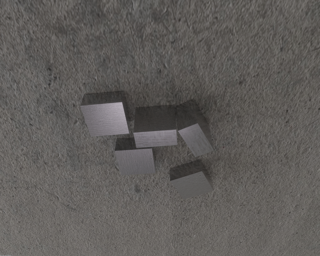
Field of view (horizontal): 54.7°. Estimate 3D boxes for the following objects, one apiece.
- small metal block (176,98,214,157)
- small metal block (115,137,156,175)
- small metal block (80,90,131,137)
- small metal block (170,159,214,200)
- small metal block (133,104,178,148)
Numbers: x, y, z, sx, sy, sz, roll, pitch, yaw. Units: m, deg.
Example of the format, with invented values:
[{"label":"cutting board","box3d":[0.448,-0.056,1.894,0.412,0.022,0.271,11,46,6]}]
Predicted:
[{"label":"small metal block","box3d":[0.044,0.000,0.391,0.025,0.050,0.050,-22,127,18]},{"label":"small metal block","box3d":[-0.034,0.040,0.441,0.050,0.025,0.050,-4,130,3]},{"label":"small metal block","box3d":[-0.067,-0.018,0.391,0.050,0.025,0.050,-5,130,4]},{"label":"small metal block","box3d":[0.049,0.079,0.475,0.050,0.025,0.050,-20,128,16]},{"label":"small metal block","box3d":[-0.005,-0.003,0.388,0.050,0.050,0.025,-4,130,3]}]
